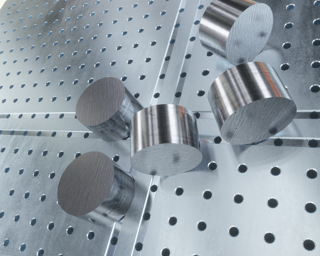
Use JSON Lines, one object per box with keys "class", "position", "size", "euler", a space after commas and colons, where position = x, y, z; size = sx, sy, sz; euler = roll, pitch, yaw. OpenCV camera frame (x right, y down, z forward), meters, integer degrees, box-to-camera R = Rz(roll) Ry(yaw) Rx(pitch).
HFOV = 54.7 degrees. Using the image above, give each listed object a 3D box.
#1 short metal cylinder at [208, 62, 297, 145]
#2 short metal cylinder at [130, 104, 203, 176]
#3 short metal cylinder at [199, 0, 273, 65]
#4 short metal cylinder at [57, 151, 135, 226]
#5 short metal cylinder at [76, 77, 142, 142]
{"class": "short metal cylinder", "position": [0.098, -0.025, 0.337], "size": [0.080, 0.080, 0.050], "euler": [-23, 53, 14]}
{"class": "short metal cylinder", "position": [0.006, 0.016, 0.360], "size": [0.080, 0.080, 0.050], "euler": [-17, 55, 18]}
{"class": "short metal cylinder", "position": [0.098, -0.127, 0.400], "size": [0.080, 0.080, 0.050], "euler": [-44, 51, -2]}
{"class": "short metal cylinder", "position": [-0.079, 0.076, 0.387], "size": [0.080, 0.050, 0.080], "euler": [-13, 56, 20]}
{"class": "short metal cylinder", "position": [-0.073, -0.026, 0.447], "size": [0.080, 0.050, 0.080], "euler": [-13, 56, 21]}
